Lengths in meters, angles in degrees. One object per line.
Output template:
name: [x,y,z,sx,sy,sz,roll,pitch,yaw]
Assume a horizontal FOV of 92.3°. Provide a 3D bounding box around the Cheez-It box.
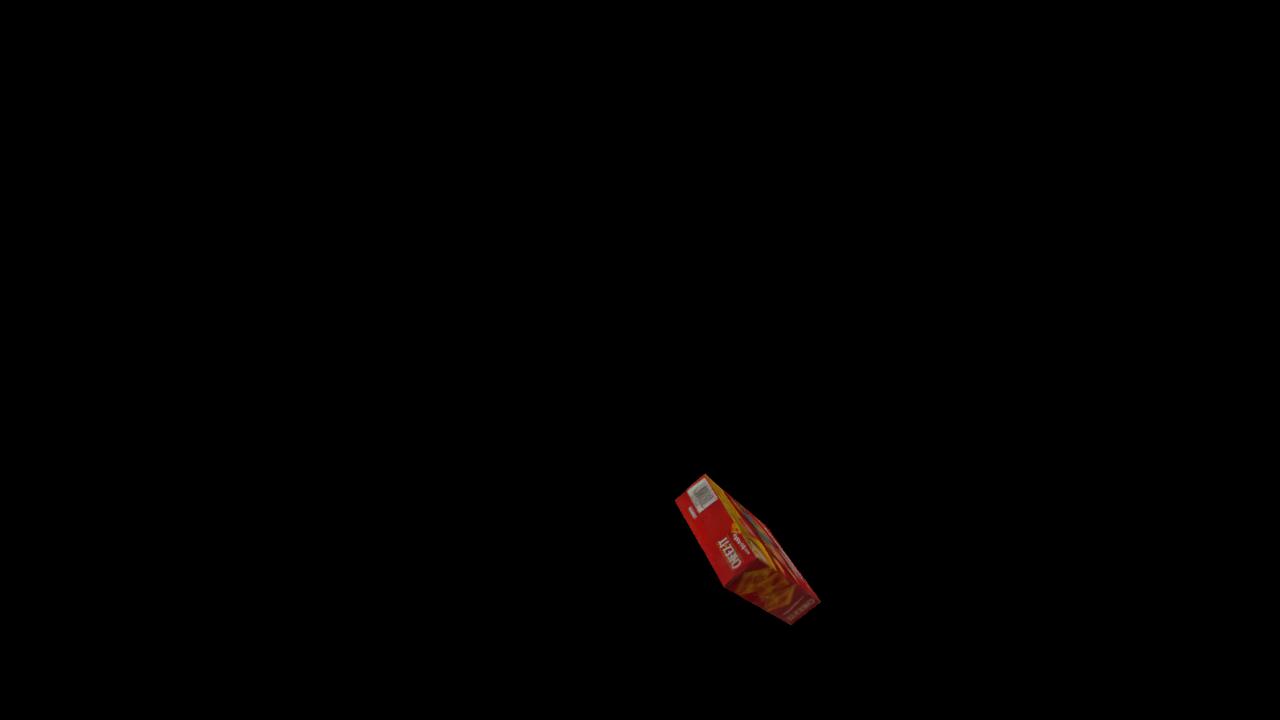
Cheez-It box: [0.164,0.291,0.936,0.223,0.071,0.166,42,9,-40]
